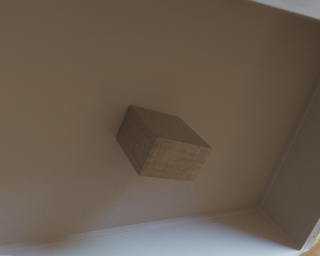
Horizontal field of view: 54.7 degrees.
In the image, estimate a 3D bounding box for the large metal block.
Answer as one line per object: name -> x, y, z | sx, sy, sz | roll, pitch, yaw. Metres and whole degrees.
large metal block -> 0.003, 0.019, 0.385 | 0.081, 0.080, 0.050 | 13, 112, -34
